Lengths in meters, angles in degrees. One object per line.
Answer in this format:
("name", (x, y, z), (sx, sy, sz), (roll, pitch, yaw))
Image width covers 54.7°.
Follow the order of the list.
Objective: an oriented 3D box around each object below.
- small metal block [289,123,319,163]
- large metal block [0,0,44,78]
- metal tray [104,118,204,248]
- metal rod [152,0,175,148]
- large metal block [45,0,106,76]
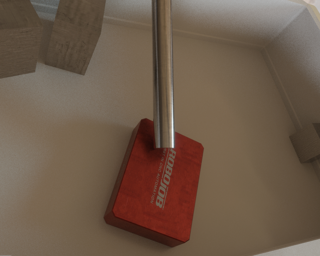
("small metal block", (0.250, 0.025, 0.512), (0.025, 0.050, 0.050), (1, 62, -28))
("large metal block", (-0.180, -0.096, 0.332), (0.081, 0.080, 0.050), (-21, 73, -36))
("metal tray", (-0.002, 0.061, 0.366), (0.090, 0.030, 0.130), (25, 53, -13))
("metal rod", (0.003, -0.124, 0.378), (0.025, 0.025, 0.298), (3, 81, -27))
("large metal block", (-0.106, -0.128, 0.392), (0.050, 0.080, 0.080), (14, 56, -21))
